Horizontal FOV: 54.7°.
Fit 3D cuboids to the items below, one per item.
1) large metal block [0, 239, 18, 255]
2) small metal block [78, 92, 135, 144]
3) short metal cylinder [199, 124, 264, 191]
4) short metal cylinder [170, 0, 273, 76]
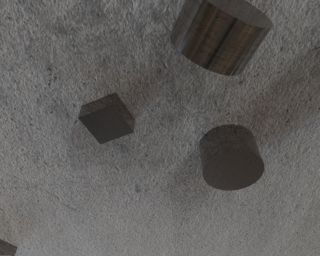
[{"bbox_3d":[-0.344,0.251,0.601,0.080,0.050,0.080,-29,125,22],"label":"large metal block"},{"bbox_3d":[-0.067,-0.012,0.397,0.050,0.025,0.050,-20,128,16],"label":"small metal block"},{"bbox_3d":[0.097,0.041,0.427,0.081,0.050,0.079,0,130,0],"label":"short metal cylinder"},{"bbox_3d":[0.056,-0.094,0.292,0.081,0.080,0.050,17,128,-14],"label":"short metal cylinder"}]
